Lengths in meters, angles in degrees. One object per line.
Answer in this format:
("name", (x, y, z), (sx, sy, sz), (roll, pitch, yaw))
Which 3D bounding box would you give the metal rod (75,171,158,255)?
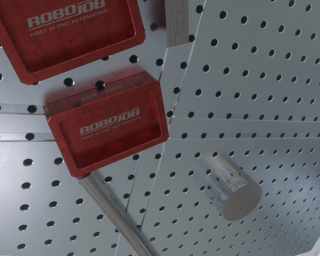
("metal rod", (-0.048, 0.162, 0.485), (0.025, 0.025, 0.299), (-31, 129, -8))

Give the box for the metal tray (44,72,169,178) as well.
("metal tray", (-0.058, -0.004, 0.373), (0.131, 0.030, 0.089), (-22, 127, -16))

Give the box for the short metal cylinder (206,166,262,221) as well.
("short metal cylinder", (0.127, 0.113, 0.535), (0.081, 0.050, 0.079), (-14, 124, -21))

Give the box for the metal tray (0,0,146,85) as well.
("metal tray", (-0.087, -0.106, 0.294), (0.131, 0.030, 0.090), (-24, 127, -14))

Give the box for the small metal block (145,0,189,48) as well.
("small metal block", (0.007, -0.118, 0.326), (0.025, 0.050, 0.050), (-17, 126, -19))
